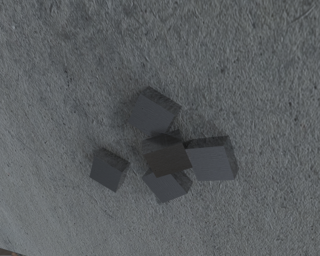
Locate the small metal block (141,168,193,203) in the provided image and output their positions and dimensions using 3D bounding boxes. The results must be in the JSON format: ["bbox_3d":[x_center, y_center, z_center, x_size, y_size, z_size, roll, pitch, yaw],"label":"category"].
[{"bbox_3d":[0.010,0.076,0.449,0.050,0.025,0.050,-32,101,38],"label":"small metal block"}]

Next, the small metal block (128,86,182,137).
[{"bbox_3d":[-0.007,-0.017,0.400,0.050,0.025,0.050,33,129,7],"label":"small metal block"}]

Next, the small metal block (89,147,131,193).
[{"bbox_3d":[-0.080,0.067,0.490,0.050,0.025,0.050,29,128,10],"label":"small metal block"}]

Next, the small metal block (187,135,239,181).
[{"bbox_3d":[0.068,0.040,0.396,0.050,0.025,0.050,-8,115,31],"label":"small metal block"}]

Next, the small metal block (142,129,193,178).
[{"bbox_3d":[0.010,0.034,0.400,0.050,0.025,0.050,-18,132,9],"label":"small metal block"}]
